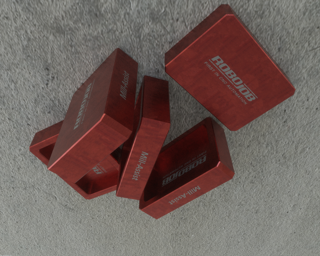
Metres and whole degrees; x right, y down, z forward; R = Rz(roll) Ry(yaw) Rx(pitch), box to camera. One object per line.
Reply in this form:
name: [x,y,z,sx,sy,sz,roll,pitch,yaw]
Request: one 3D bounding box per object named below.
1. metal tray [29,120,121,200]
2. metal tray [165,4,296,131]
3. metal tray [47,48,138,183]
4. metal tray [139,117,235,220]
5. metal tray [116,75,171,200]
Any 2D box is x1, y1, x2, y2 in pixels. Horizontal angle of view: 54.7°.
metal tray: [-0.105,0.044,0.442,0.090,0.030,0.130,-23,127,18]
metal tray: [0.080,-0.061,0.354,0.090,0.030,0.130,-37,122,26]
metal tray: [-0.066,-0.018,0.324,0.030,0.130,0.090,36,121,-27]
metal tray: [0.030,0.053,0.412,0.130,0.090,0.030,-36,122,26]
metal tray: [-0.022,0.014,0.377,0.030,0.090,0.129,13,129,-11]
